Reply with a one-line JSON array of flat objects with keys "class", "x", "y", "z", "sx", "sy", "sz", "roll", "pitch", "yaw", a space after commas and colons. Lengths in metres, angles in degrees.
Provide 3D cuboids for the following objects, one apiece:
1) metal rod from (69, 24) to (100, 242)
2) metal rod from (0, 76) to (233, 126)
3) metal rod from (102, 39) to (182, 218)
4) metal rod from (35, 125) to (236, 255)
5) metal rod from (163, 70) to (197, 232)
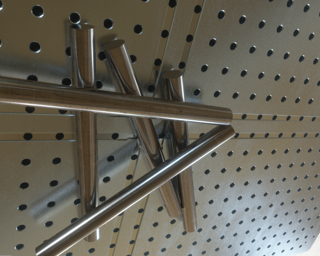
[{"class": "metal rod", "x": -0.089, "y": 0.028, "z": 0.380, "sx": 0.025, "sy": 0.025, "sz": 0.298, "roll": -9, "pitch": 123, "yaw": -24}, {"class": "metal rod", "x": -0.039, "y": -0.026, "z": 0.343, "sx": 0.302, "sy": 0.025, "sz": 0.025, "roll": 5, "pitch": 116, "yaw": -31}, {"class": "metal rod", "x": -0.012, "y": 0.024, "z": 0.420, "sx": 0.025, "sy": 0.025, "sz": 0.299, "roll": -27, "pitch": 128, "yaw": -12}, {"class": "metal rod", "x": -0.027, "y": 0.082, "z": 0.416, "sx": 0.301, "sy": 0.025, "sz": 0.025, "roll": -33, "pitch": 129, "yaw": -7}, {"class": "metal rod", "x": 0.035, "y": 0.055, "z": 0.466, "sx": 0.025, "sy": 0.025, "sz": 0.298, "roll": -21, "pitch": 127, "yaw": -16}]
